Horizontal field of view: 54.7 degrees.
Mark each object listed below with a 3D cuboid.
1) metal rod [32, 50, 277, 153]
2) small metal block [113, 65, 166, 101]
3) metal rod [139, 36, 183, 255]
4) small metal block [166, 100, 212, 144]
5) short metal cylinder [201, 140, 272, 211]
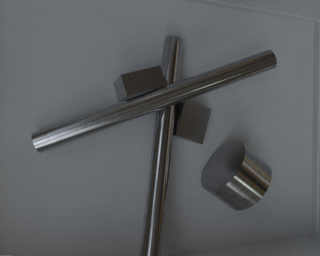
[{"bbox_3d":[-0.002,-0.034,0.373,0.302,0.025,0.025,-20,97,-5],"label":"metal rod"},{"bbox_3d":[-0.027,-0.055,0.387,0.050,0.050,0.025,-18,92,-19],"label":"small metal block"},{"bbox_3d":[0.002,0.026,0.386,0.025,0.025,0.299,11,76,-20],"label":"metal rod"},{"bbox_3d":[0.038,-0.009,0.418,0.050,0.025,0.050,19,83,-39],"label":"small metal block"},{"bbox_3d":[0.102,0.064,0.421,0.050,0.080,0.080,38,78,-17],"label":"short metal cylinder"}]
